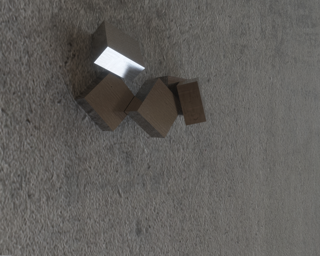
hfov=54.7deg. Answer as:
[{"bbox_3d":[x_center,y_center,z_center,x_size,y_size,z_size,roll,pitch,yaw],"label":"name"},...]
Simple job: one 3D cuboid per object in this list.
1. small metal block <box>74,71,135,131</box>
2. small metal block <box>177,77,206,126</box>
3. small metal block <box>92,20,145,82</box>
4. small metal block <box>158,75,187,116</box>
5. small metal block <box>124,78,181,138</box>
[{"bbox_3d":[-0.060,-0.031,0.357,0.050,0.025,0.050,-52,121,-27],"label":"small metal block"},{"bbox_3d":[0.041,-0.035,0.394,0.050,0.025,0.050,-60,137,-73],"label":"small metal block"},{"bbox_3d":[-0.048,-0.087,0.352,0.050,0.025,0.050,24,38,-38],"label":"small metal block"},{"bbox_3d":[0.021,-0.042,0.426,0.050,0.025,0.050,2,89,-40],"label":"small metal block"},{"bbox_3d":[-0.006,-0.023,0.369,0.050,0.025,0.050,45,63,-31],"label":"small metal block"}]
